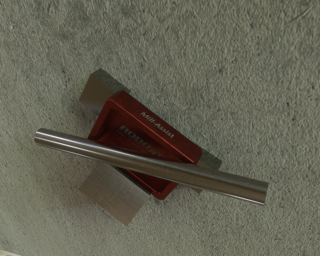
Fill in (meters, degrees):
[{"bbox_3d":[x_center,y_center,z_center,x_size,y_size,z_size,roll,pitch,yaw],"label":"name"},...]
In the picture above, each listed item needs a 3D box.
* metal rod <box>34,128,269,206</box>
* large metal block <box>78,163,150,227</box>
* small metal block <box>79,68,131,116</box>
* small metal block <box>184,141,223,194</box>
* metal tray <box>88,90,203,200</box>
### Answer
[{"bbox_3d":[-0.027,0.040,0.375,0.301,0.025,0.025,12,123,21],"label":"metal rod"},{"bbox_3d":[-0.059,0.087,0.445,0.080,0.080,0.050,37,87,3],"label":"large metal block"},{"bbox_3d":[-0.075,-0.044,0.419,0.050,0.025,0.050,38,129,2],"label":"small metal block"},{"bbox_3d":[0.047,0.053,0.415,0.050,0.025,0.050,33,129,6],"label":"small metal block"},{"bbox_3d":[-0.023,0.024,0.397,0.130,0.030,0.089,37,129,2],"label":"metal tray"}]
